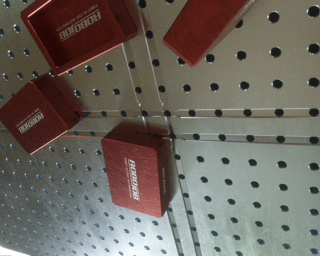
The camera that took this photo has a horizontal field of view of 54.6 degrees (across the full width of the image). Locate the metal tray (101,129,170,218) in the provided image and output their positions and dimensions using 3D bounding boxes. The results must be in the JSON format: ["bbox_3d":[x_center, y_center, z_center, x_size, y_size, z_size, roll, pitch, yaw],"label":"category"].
[{"bbox_3d":[-0.035,0.070,0.470,0.090,0.030,0.129,10,123,23],"label":"metal tray"}]

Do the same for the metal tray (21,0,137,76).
[{"bbox_3d":[-0.103,-0.128,0.383,0.130,0.030,0.090,-15,111,34],"label":"metal tray"}]

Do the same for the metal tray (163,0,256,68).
[{"bbox_3d":[0.060,-0.108,0.245,0.030,0.131,0.090,41,129,1],"label":"metal tray"}]

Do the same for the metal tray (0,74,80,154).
[{"bbox_3d":[-0.201,-0.018,0.504,0.130,0.030,0.090,-26,104,37],"label":"metal tray"}]
